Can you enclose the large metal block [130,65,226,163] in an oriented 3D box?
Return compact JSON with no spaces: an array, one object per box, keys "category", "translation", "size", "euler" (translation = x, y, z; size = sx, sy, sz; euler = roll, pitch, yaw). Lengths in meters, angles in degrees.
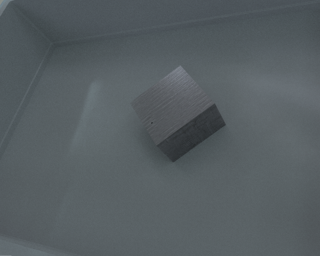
[{"category":"large metal block","translation":[0.021,-0.018,0.389],"size":[0.080,0.050,0.080],"euler":[-36,51,3]}]
